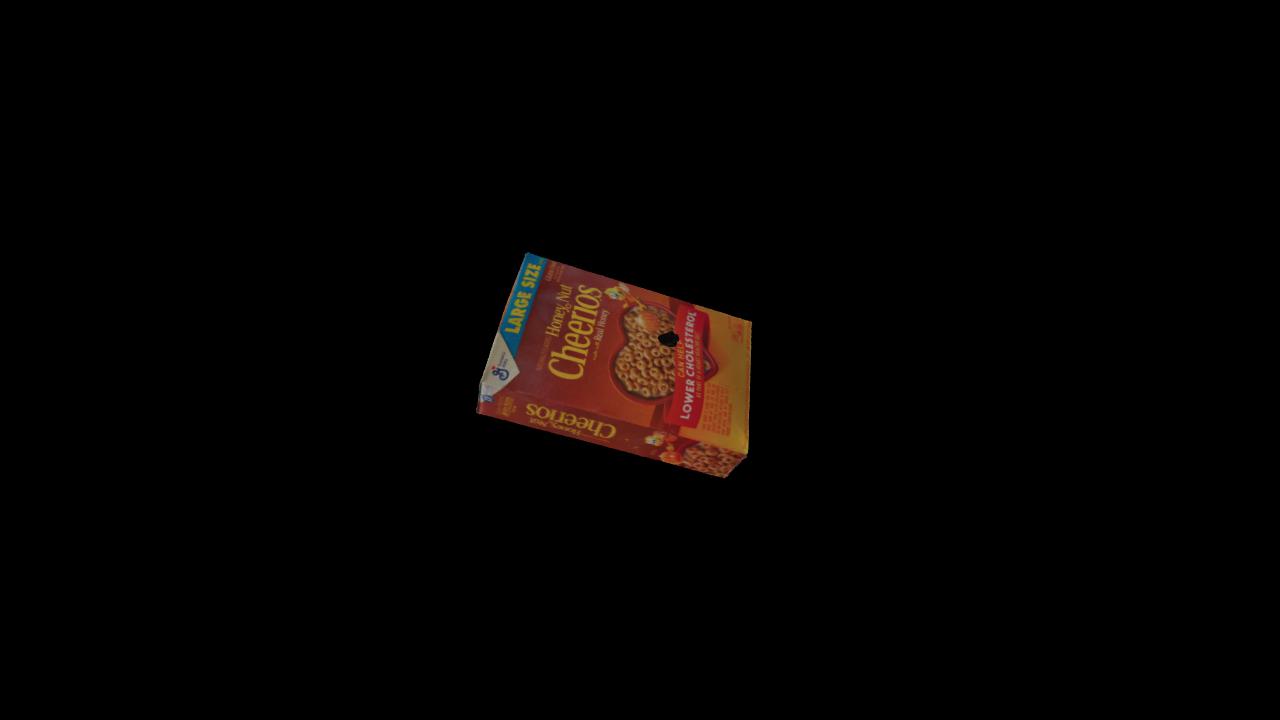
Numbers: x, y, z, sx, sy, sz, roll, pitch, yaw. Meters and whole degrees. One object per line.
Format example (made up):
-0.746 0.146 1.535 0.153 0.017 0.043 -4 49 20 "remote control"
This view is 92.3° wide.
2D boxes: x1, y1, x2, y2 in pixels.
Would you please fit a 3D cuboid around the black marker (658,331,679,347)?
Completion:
-0.007 -0.013 0.749 0.121 0.020 0.020 -14 -7 29 "black marker"

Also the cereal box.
-0.020 0.004 0.739 0.306 0.203 0.081 17 -39 -8 "cereal box"
